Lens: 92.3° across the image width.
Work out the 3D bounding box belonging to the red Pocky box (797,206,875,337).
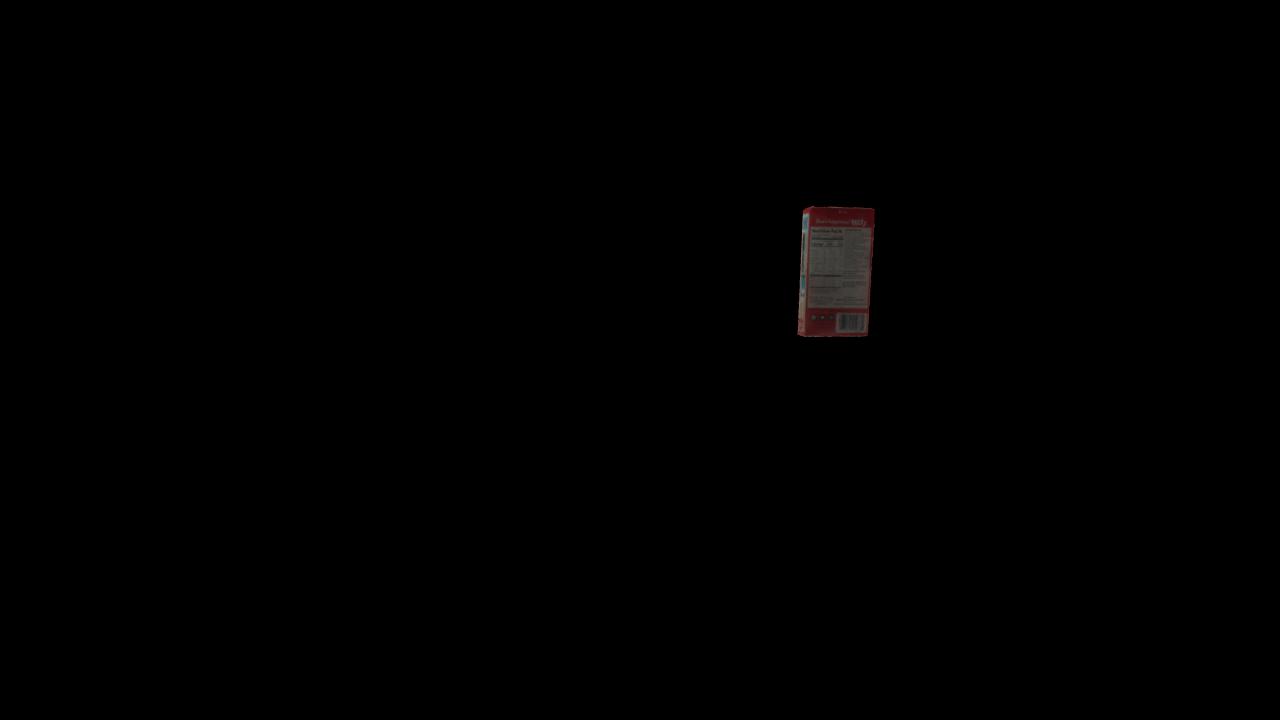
[{"bbox_3d":[0.238,-0.106,0.748,0.083,0.155,0.028,0,7,-5],"label":"red Pocky box"}]
